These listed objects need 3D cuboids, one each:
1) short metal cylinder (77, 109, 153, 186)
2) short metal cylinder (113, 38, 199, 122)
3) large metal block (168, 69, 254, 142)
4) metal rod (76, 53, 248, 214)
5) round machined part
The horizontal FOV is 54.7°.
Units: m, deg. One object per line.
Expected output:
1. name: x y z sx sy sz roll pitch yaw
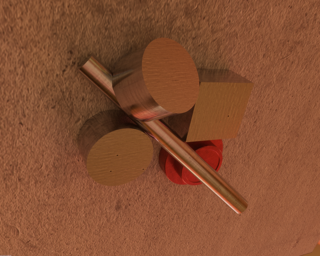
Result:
1. short metal cylinder: -0.055 0.023 0.378 0.081 0.050 0.079 -14 124 -21
2. short metal cylinder: -0.003 -0.050 0.335 0.081 0.050 0.080 11 74 -40
3. large metal block: 0.064 -0.031 0.406 0.081 0.050 0.079 -3 120 -27
4. metal rod: 0.020 0.023 0.389 0.025 0.025 0.300 -45 116 3
5. round machined part: 0.051 0.045 0.452 0.099 0.042 0.097 -14 124 -21
